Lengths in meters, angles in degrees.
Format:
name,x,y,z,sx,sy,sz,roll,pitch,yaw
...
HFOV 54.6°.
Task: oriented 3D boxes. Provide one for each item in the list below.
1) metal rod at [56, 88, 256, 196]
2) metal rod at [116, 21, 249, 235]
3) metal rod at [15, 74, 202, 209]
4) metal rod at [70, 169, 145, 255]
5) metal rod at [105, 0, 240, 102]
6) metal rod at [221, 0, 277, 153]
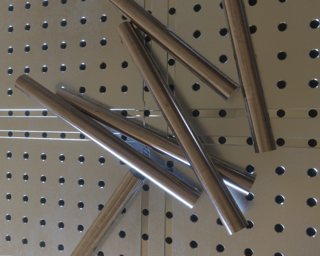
name,x,y,z,sx,sy,sz,roll,pitch,yaw
metal rod,-0.019,0.011,0.419,0.300,0.025,0.025,25,98,18
metal rod,0.019,-0.013,0.387,0.025,0.025,0.299,-34,72,17
metal rod,-0.077,0.013,0.424,0.300,0.025,0.025,33,101,10
metal rod,-0.114,0.184,0.453,0.025,0.025,0.299,38,102,16
metal rod,-0.016,-0.141,0.418,0.300,0.025,0.025,43,103,15
metal rod,0.096,-0.119,0.378,0.025,0.025,0.299,-13,86,19
